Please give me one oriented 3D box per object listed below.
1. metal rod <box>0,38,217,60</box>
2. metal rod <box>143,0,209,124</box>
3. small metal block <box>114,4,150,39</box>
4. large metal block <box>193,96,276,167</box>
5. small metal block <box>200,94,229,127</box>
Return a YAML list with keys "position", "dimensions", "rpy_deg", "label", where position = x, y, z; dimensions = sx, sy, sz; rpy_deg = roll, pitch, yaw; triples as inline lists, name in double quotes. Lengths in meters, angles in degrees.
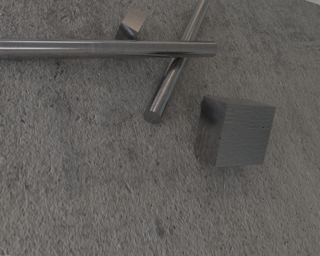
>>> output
- position: [-0.055, -0.107, 0.419]
  dimensions: [0.303, 0.025, 0.025]
  rpy_deg: [-7, 65, -24]
  label: "metal rod"
- position: [0.036, -0.124, 0.498]
  dimensions: [0.025, 0.025, 0.300]
  rpy_deg: [30, 52, -9]
  label: "metal rod"
- position: [-0.044, -0.142, 0.451]
  dimensions: [0.025, 0.050, 0.050]
  rpy_deg: [29, 52, -10]
  label: "small metal block"
- position: [0.098, 0.004, 0.411]
  dimensions: [0.081, 0.050, 0.079]
  rpy_deg: [1, 105, -28]
  label: "large metal block"
- position: [0.091, -0.018, 0.464]
  dimensions: [0.050, 0.025, 0.050]
  rpy_deg: [10, 57, -23]
  label: "small metal block"
